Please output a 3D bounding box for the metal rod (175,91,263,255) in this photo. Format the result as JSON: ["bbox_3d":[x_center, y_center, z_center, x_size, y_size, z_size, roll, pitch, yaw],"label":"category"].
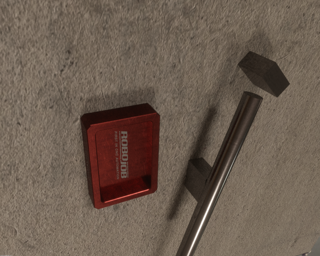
[{"bbox_3d":[0.074,0.090,0.440,0.025,0.025,0.298,3,117,-30],"label":"metal rod"}]

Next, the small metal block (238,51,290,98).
[{"bbox_3d":[0.142,-0.074,0.425,0.025,0.050,0.050,-49,129,6],"label":"small metal block"}]

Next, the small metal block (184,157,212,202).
[{"bbox_3d":[0.064,0.081,0.478,0.025,0.050,0.050,-8,122,-25],"label":"small metal block"}]

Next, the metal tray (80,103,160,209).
[{"bbox_3d":[-0.049,0.038,0.401,0.091,0.030,0.129,-12,124,-22],"label":"metal tray"}]
